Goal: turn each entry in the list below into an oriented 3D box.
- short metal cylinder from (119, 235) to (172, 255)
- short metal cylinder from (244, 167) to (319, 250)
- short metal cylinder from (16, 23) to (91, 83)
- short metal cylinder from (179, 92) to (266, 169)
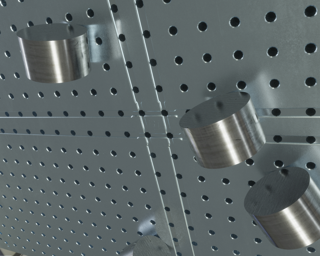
[{"bbox_3d":[-0.025,0.232,0.531,0.080,0.080,0.050,45,129,-3],"label":"short metal cylinder"},{"bbox_3d":[0.145,0.089,0.354,0.080,0.080,0.050,-29,102,37],"label":"short metal cylinder"},{"bbox_3d":[-0.128,-0.094,0.383,0.080,0.080,0.050,14,124,20],"label":"short metal cylinder"},{"bbox_3d":[0.068,0.001,0.340,0.080,0.080,0.050,-14,111,33],"label":"short metal cylinder"}]
